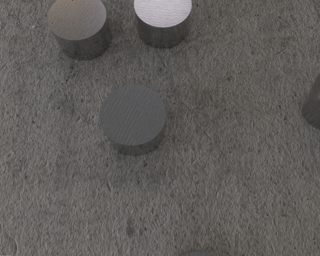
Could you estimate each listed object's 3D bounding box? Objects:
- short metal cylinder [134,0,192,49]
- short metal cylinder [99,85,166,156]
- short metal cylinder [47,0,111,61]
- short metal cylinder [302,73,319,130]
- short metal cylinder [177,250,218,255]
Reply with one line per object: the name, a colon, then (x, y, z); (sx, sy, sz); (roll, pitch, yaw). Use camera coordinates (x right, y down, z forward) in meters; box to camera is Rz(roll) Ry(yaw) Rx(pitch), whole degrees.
short metal cylinder: (0.004, -0.165, 0.455); (0.081, 0.050, 0.080); (0, 70, 0)
short metal cylinder: (-0.033, -0.009, 0.398); (0.081, 0.050, 0.080); (0, 70, 0)
short metal cylinder: (-0.114, -0.145, 0.447); (0.081, 0.050, 0.080); (0, 70, 0)
short metal cylinder: (0.230, -0.031, 0.392); (0.080, 0.080, 0.050); (28, 73, 10)
short metal cylinder: (0.042, 0.174, 0.331); (0.081, 0.050, 0.080); (0, 70, 0)
